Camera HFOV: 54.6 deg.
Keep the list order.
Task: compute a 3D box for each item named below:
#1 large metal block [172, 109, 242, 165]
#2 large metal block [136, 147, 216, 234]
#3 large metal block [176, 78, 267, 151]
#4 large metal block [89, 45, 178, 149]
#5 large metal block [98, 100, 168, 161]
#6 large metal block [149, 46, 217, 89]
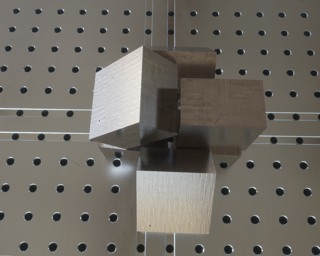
[{"bbox_3d":[0.057,0.001,0.398,0.080,0.050,0.080,3,70,1],"label":"large metal block"},{"bbox_3d":[0.016,0.070,0.351,0.080,0.050,0.079,2,115,1],"label":"large metal block"},{"bbox_3d":[0.060,-0.011,0.334,0.080,0.080,0.050,2,70,0],"label":"large metal block"},{"bbox_3d":[-0.028,-0.028,0.331,0.080,0.050,0.080,-17,63,42],"label":"large metal block"},{"bbox_3d":[-0.028,-0.002,0.400,0.080,0.050,0.080,7,70,2],"label":"large metal block"},{"bbox_3d":[0.026,-0.078,0.403,0.080,0.080,0.050,2,108,1],"label":"large metal block"}]
